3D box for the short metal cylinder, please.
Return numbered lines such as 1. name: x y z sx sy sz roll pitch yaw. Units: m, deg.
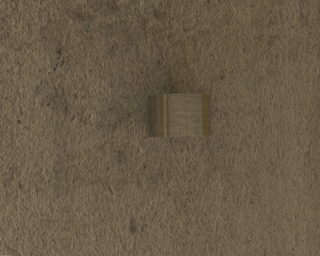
1. short metal cylinder: 0.024 -0.015 0.391 0.081 0.080 0.050 -1 91 -20
